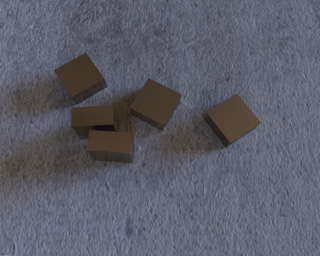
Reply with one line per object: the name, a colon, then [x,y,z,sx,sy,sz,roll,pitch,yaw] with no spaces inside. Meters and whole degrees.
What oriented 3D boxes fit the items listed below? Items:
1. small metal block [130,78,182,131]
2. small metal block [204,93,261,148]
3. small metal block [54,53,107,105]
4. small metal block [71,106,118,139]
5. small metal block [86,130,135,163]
small metal block: [-0.006,-0.032,0.420,0.050,0.025,0.050,28,72,9]
small metal block: [0.095,-0.010,0.413,0.050,0.025,0.050,-32,73,-11]
small metal block: [-0.110,-0.069,0.432,0.050,0.025,0.050,-33,74,-12]
small metal block: [-0.081,-0.006,0.396,0.050,0.050,0.025,-3,70,-1]
small metal block: [-0.059,0.024,0.385,0.050,0.050,0.025,3,70,1]
